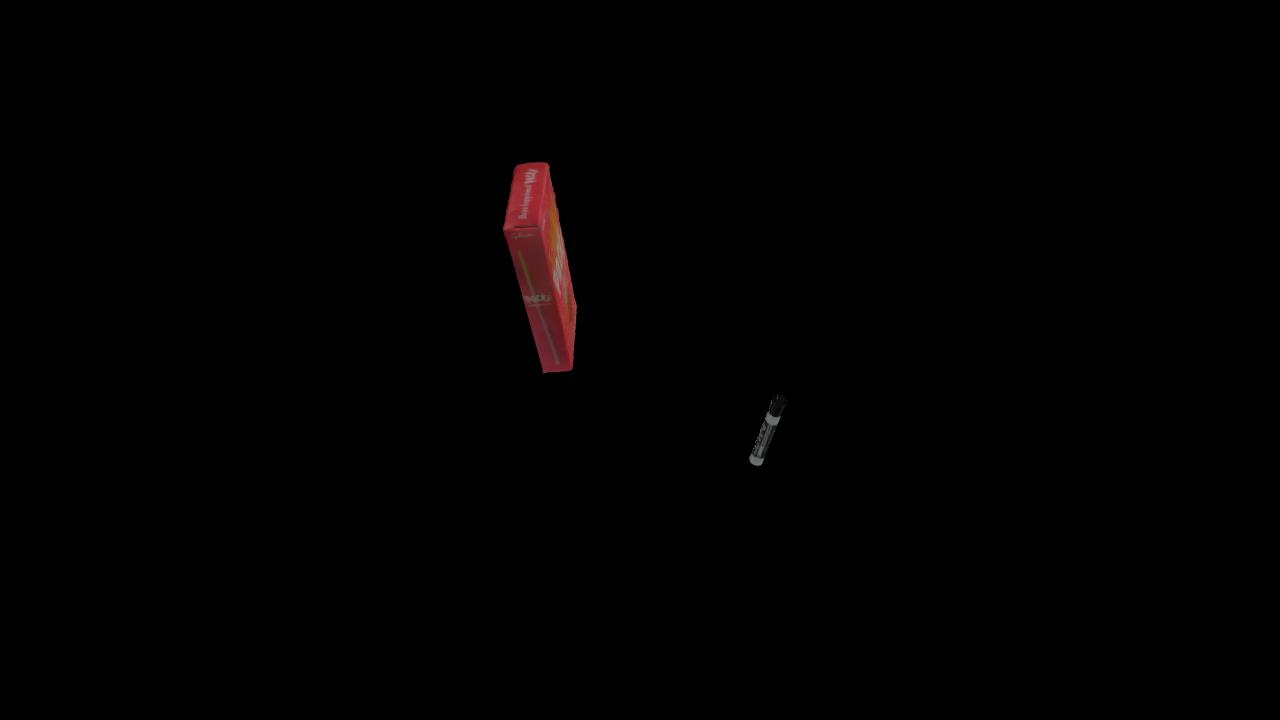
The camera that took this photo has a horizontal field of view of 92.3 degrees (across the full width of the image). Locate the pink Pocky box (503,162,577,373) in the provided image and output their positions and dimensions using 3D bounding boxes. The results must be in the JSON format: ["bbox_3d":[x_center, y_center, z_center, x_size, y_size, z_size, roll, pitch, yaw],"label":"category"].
[{"bbox_3d":[-0.076,-0.070,0.499,0.029,0.084,0.155,-4,-42,2],"label":"pink Pocky box"}]

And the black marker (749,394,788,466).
[{"bbox_3d":[0.164,0.090,0.786,0.020,0.121,0.020,6,40,-5],"label":"black marker"}]
